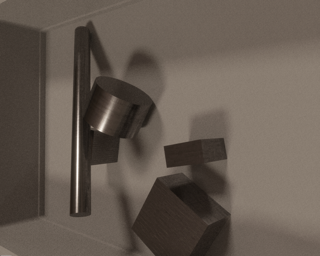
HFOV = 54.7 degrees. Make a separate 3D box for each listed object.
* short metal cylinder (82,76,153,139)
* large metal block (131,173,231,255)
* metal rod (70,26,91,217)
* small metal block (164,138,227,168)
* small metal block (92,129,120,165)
[{"bbox_3d":[-0.057,-0.029,0.416,0.080,0.081,0.050,40,114,32],"label":"short metal cylinder"},{"bbox_3d":[0.023,0.112,0.370,0.080,0.050,0.079,39,113,33],"label":"large metal block"},{"bbox_3d":[-0.112,-0.027,0.442,0.025,0.025,0.299,-29,55,36],"label":"metal rod"},{"bbox_3d":[0.041,0.028,0.355,0.050,0.050,0.025,-13,82,39],"label":"small metal block"},{"bbox_3d":[-0.088,0.026,0.461,0.025,0.050,0.050,11,97,39],"label":"small metal block"}]
